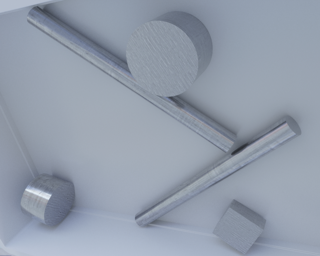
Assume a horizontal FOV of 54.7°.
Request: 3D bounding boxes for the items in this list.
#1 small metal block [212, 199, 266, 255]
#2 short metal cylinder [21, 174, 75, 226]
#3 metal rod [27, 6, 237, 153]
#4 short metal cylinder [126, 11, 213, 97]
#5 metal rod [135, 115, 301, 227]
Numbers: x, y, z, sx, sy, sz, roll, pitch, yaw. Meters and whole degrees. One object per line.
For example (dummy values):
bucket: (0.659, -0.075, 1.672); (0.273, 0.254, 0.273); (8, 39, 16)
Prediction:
small metal block: (0.108, 0.135, 0.425); (0.050, 0.025, 0.050); (32, 116, 15)
short metal cylinder: (-0.199, 0.127, 0.554); (0.050, 0.080, 0.079); (17, 125, 18)
metal rod: (-0.038, -0.063, 0.388); (0.301, 0.025, 0.025); (34, 129, 5)
short metal cylinder: (0.011, -0.080, 0.336); (0.080, 0.050, 0.079); (13, 124, 20)
metal rod: (0.056, 0.075, 0.424); (0.025, 0.025, 0.299); (45, 129, -4)
